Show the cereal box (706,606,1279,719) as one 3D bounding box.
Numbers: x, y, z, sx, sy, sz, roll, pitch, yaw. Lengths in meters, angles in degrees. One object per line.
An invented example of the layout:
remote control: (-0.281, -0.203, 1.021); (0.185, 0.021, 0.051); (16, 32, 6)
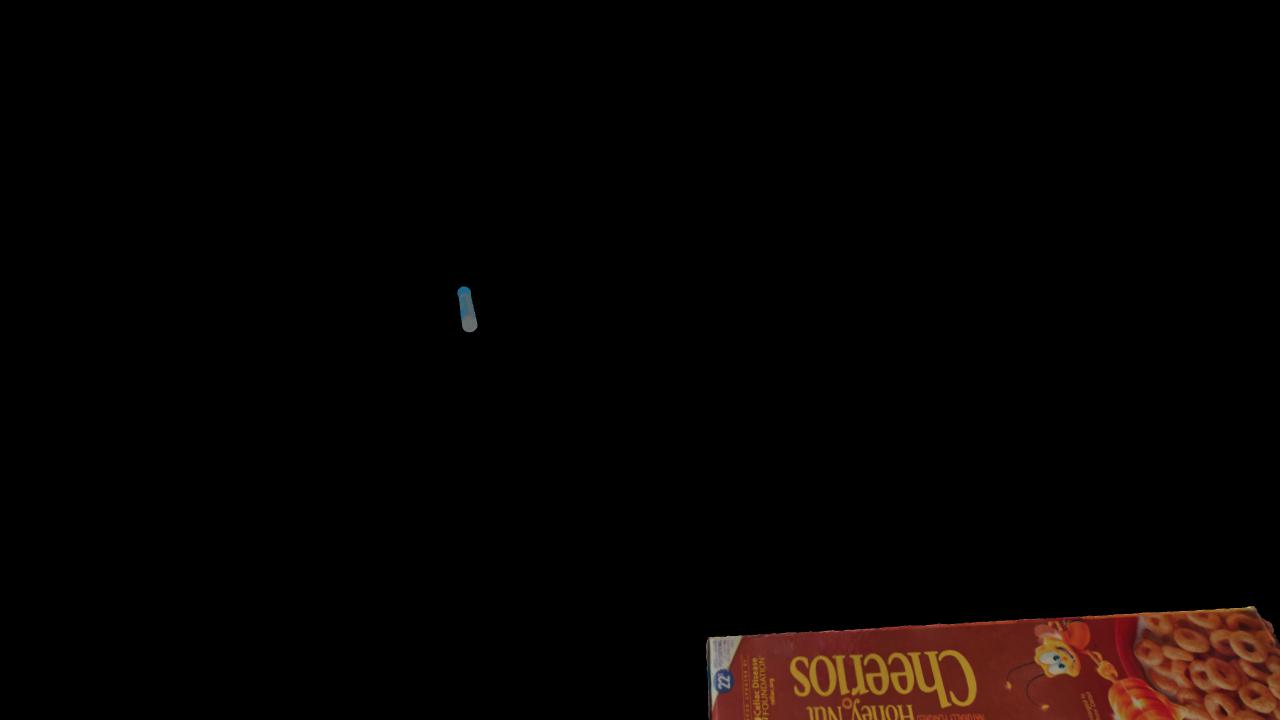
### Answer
cereal box: (0.213, 0.245, 0.410); (0.306, 0.081, 0.203); (-10, -46, 16)

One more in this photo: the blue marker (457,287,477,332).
blue marker: (-0.233, -0.071, 0.829); (0.020, 0.020, 0.121); (0, 27, -20)
